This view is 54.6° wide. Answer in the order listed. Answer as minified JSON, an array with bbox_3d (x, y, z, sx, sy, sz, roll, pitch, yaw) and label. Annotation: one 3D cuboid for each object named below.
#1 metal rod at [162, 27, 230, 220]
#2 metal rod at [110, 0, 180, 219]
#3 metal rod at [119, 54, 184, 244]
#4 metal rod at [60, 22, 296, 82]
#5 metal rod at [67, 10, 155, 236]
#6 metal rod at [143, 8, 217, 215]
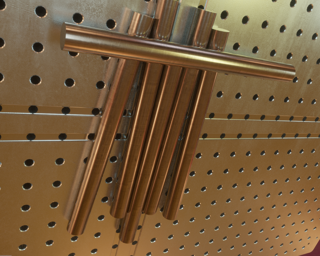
[{"bbox_3d":[0.044,0.011,0.442,0.025,0.025,0.298,-2,120,-27],"label":"metal rod"},{"bbox_3d":[-0.026,-0.007,0.392,0.025,0.025,0.298,1,118,-29],"label":"metal rod"},{"bbox_3d":[-0.017,0.042,0.427,0.025,0.025,0.298,1,118,-29],"label":"metal rod"},{"bbox_3d":[0.044,-0.079,0.353,0.302,0.025,0.025,2,118,-29],"label":"metal rod"},{"bbox_3d":[-0.067,0.011,0.379,0.025,0.025,0.298,7,115,-32],"label":"metal rod"},{"bbox_3d":[0.018,-0.005,0.419,0.025,0.025,0.298,1,118,-29],"label":"metal rod"}]
